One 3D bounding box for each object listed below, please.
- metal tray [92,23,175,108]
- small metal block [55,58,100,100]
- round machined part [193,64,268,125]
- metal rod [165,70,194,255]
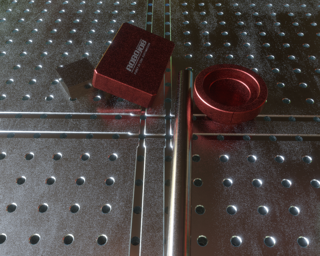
[{"bbox_3d":[-0.036,-0.099,0.471,0.090,0.030,0.130,22,51,-4],"label":"metal tray"},{"bbox_3d":[-0.122,-0.075,0.469,0.050,0.025,0.050,-26,55,-21],"label":"small metal block"},{"bbox_3d":[0.096,-0.043,0.434,0.099,0.042,0.098,0,50,0],"label":"round machined part"},{"bbox_3d":[0.027,0.035,0.378,0.025,0.025,0.300,4,50,3],"label":"metal rod"}]
